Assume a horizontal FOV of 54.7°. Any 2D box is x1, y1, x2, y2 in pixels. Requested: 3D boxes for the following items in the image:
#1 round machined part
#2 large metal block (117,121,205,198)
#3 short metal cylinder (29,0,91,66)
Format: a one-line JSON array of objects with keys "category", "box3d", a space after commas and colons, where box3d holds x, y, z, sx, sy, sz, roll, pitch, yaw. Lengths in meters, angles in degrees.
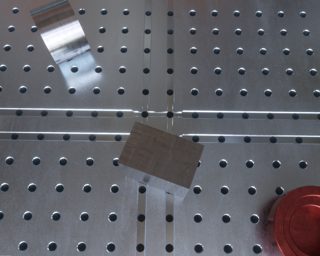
[{"category": "round machined part", "box3d": [0.174, 0.119, 0.360, 0.099, 0.042, 0.098, 0, 70, 0]}, {"category": "large metal block", "box3d": [0.002, 0.041, 0.367, 0.080, 0.080, 0.050, 19, 71, 7]}, {"category": "short metal cylinder", "box3d": [-0.137, -0.133, 0.430, 0.050, 0.080, 0.080, -26, 72, -9]}]
